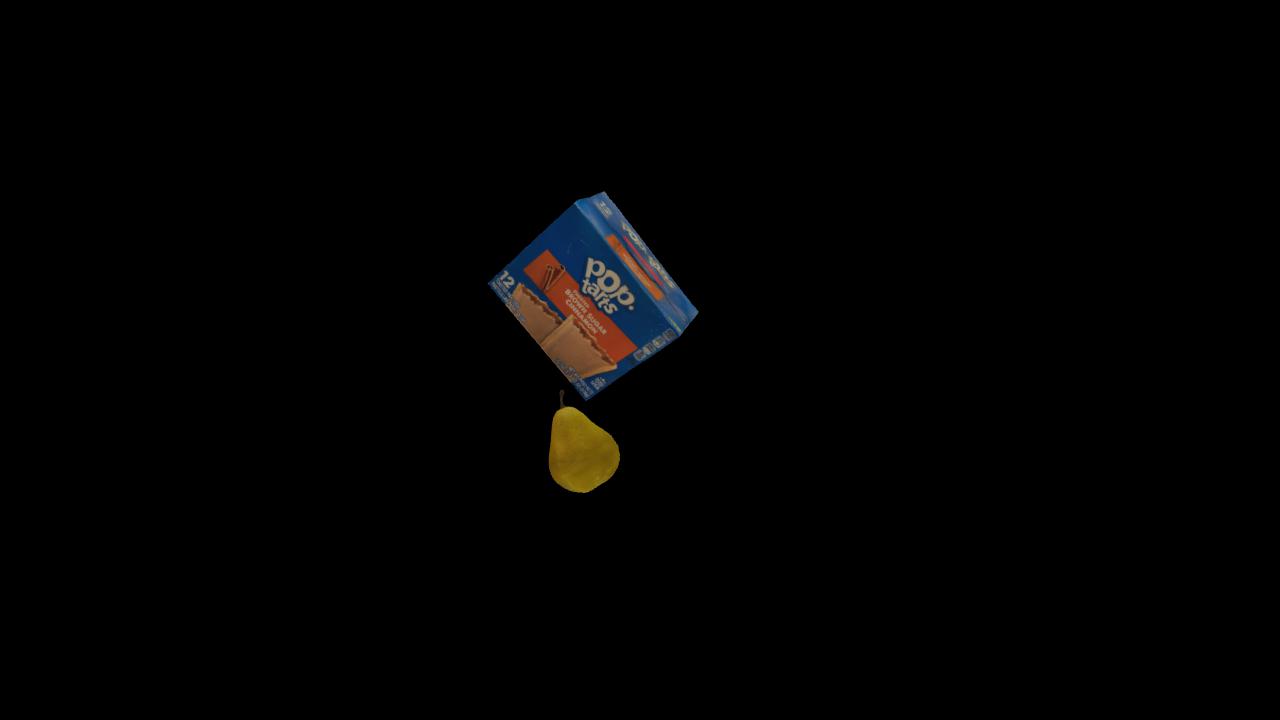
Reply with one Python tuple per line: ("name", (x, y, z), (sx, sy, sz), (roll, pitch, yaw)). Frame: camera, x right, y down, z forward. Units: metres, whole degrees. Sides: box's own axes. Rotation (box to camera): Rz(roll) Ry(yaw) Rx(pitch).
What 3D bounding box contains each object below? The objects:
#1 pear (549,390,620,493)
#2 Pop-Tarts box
("pear", (-0.074, 0.091, 0.684), (0.080, 0.111, 0.080), (-32, 6, 4))
("Pop-Tarts box", (-0.048, -0.067, 0.659), (0.141, 0.167, 0.083), (-34, 10, 28))
